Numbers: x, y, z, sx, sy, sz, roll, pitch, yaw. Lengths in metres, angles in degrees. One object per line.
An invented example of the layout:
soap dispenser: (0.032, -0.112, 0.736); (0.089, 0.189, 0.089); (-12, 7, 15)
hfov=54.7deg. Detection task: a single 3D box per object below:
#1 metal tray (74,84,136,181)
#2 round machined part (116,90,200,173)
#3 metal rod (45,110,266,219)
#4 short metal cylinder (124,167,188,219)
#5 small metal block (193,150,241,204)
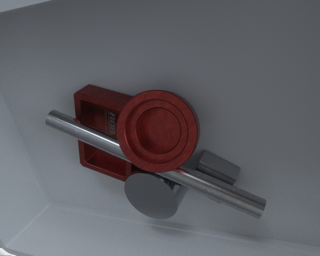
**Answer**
metal tray: (-0.073, 0.010, 0.445); (0.090, 0.030, 0.129); (17, 125, 18)
round machined part: (0.000, 0.002, 0.380); (0.098, 0.042, 0.097); (2, 97, 14)
metal rod: (-0.014, 0.042, 0.401); (0.301, 0.025, 0.025); (22, 127, 11)
short metal cylinder: (-0.003, 0.082, 0.440); (0.080, 0.050, 0.079); (13, 124, 20)
small metal block: (0.070, 0.065, 0.409); (0.050, 0.025, 0.050); (28, 128, 10)
